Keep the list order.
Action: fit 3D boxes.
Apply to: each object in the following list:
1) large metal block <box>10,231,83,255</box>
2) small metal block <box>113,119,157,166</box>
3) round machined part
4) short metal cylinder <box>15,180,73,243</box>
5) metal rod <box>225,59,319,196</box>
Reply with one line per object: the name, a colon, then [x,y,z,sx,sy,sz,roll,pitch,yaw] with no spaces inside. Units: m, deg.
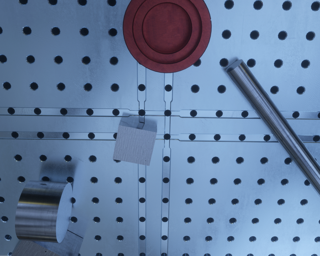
large metal block: [-0.177,0.193,0.468,0.080,0.050,0.080,33,107,-12]
small metal block: [-0.034,0.019,0.420,0.050,0.025,0.050,11,110,-5]
round machined part: [0.008,-0.116,0.362,0.099,0.042,0.097,0,110,-1]
short metal cylinder: [-0.155,0.113,0.424,0.050,0.080,0.079,5,110,-2]
metal rod: [0.188,0.030,0.427,0.025,0.025,0.300,-38,106,12]
